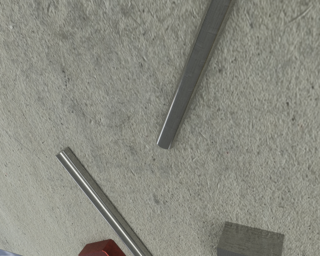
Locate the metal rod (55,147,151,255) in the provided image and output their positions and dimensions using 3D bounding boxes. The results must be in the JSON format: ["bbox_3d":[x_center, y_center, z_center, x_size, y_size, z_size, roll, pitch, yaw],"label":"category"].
[{"bbox_3d":[-0.082,0.160,0.546,0.025,0.025,0.299,-25,105,36],"label":"metal rod"}]

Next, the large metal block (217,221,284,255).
[{"bbox_3d":[0.128,0.188,0.439,0.080,0.050,0.079,6,121,24],"label":"large metal block"}]

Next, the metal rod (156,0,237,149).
[{"bbox_3d":[0.048,-0.091,0.323,0.025,0.025,0.298,28,128,10],"label":"metal rod"}]

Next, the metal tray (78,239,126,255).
[{"bbox_3d":[-0.095,0.290,0.630,0.090,0.030,0.130,-26,105,37],"label":"metal tray"}]
